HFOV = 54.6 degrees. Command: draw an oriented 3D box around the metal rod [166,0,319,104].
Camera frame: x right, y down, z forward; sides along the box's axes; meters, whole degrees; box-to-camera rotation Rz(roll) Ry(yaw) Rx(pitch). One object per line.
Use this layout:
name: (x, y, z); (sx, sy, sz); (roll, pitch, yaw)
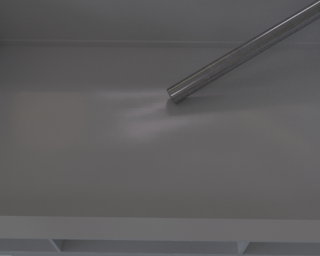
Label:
metal rod: (0.145, -0.122, 0.447); (0.301, 0.025, 0.025); (-31, 55, -1)
